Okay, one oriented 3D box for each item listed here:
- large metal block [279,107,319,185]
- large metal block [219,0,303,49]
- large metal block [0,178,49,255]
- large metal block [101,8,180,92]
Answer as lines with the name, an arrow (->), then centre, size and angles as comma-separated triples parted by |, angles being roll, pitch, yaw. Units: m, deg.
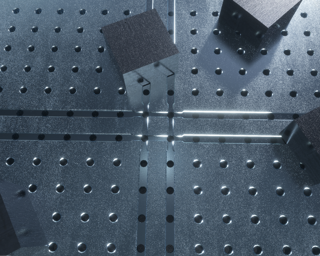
large metal block -> 0.217, 0.014, 0.394 | 0.080, 0.050, 0.080 | -26, 72, -9
large metal block -> 0.150, -0.181, 0.466 | 0.080, 0.050, 0.080 | -41, 75, -14
large metal block -> -0.175, 0.107, 0.343 | 0.050, 0.080, 0.080 | -28, 73, -9
large metal block -> -0.027, -0.110, 0.439 | 0.080, 0.050, 0.080 | -23, 72, -8
